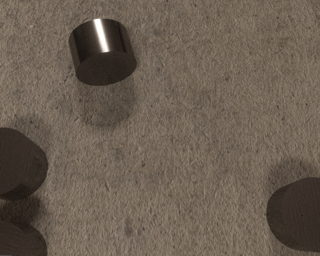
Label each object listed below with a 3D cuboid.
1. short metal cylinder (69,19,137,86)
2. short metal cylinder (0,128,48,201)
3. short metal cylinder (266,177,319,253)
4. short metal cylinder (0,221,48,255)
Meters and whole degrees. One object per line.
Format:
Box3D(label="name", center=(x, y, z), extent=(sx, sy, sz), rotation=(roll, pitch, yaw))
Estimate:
Box3D(label="short metal cylinder", center=(-0.076, -0.099, 0.414), extent=(0.081, 0.080, 0.050), rotation=(-15, 71, -6))
Box3D(label="short metal cylinder", center=(-0.185, 0.045, 0.376), extent=(0.081, 0.050, 0.080), rotation=(0, 70, 0))
Box3D(label="short metal cylinder", center=(0.172, 0.101, 0.360), extent=(0.081, 0.050, 0.080), rotation=(0, 70, 0))
Box3D(label="short metal cylinder", center=(-0.173, 0.145, 0.340), extent=(0.081, 0.050, 0.080), rotation=(0, 70, 0))
